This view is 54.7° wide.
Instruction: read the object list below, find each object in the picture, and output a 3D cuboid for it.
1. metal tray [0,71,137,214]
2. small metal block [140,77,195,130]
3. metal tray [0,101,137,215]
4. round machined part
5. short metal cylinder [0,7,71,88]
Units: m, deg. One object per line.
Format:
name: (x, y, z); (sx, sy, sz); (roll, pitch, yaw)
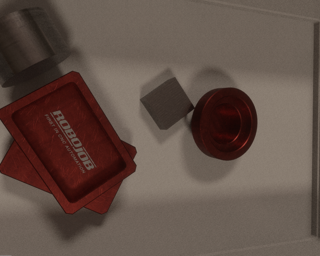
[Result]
metal tray: (-0.097, 0.015, 0.339); (0.090, 0.030, 0.130); (-34, 101, -17)
small metal block: (0.010, -0.032, 0.415); (0.050, 0.025, 0.050); (-37, 102, -16)
metal tray: (-0.105, 0.036, 0.370); (0.131, 0.030, 0.090); (29, 80, -18)
round machined part: (0.084, -0.006, 0.429); (0.099, 0.042, 0.097); (-2, 95, -28)
short metal cylinder: (-0.143, -0.084, 0.328); (0.080, 0.080, 0.050); (-32, 101, -17)
